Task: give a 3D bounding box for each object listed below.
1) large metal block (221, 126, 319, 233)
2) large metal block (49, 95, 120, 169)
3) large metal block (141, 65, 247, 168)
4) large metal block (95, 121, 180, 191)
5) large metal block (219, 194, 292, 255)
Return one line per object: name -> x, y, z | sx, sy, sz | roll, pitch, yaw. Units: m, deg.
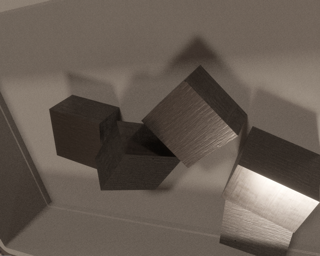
large metal block -> 0.123, 0.052, 0.340 | 0.080, 0.080, 0.050 | 25, 127, 12
large metal block -> -0.106, 0.006, 0.450 | 0.080, 0.050, 0.079 | 16, 125, 19
large metal block -> 0.040, -0.012, 0.363 | 0.080, 0.050, 0.080 | 46, 129, -4
large metal block -> -0.029, 0.039, 0.404 | 0.081, 0.050, 0.080 | 6, 137, -31
large metal block -> 0.126, 0.116, 0.397 | 0.080, 0.050, 0.079 | 13, 124, 20
